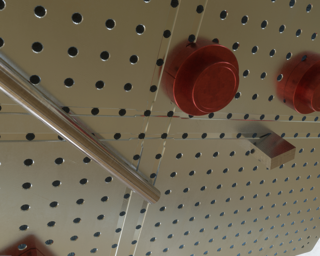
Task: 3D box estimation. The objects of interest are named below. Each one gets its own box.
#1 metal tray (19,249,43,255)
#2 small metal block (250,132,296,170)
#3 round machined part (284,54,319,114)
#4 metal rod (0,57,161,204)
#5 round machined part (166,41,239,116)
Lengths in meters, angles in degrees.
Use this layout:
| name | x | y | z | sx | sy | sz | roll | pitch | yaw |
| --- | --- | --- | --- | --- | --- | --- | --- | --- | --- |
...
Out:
| name | x | y | z | sx | sy | sz | roll | pitch | yaw |
| --- | --- | --- | --- | --- | --- | --- | --- | --- | --- |
| metal tray | -0.213 | 0.237 | 0.438 | 0.131 | 0.030 | 0.090 | -29 | 128 | -10 |
| small metal block | 0.189 | 0.038 | 0.522 | 0.050 | 0.050 | 0.025 | -21 | 126 | -16 |
| round machined part | 0.254 | -0.065 | 0.498 | 0.099 | 0.042 | 0.097 | -14 | 124 | -21 |
| metal rod | -0.088 | 0.019 | 0.374 | 0.025 | 0.025 | 0.300 | -42 | 130 | 1 |
| round machined part | 0.061 | -0.058 | 0.397 | 0.099 | 0.042 | 0.097 | -14 | 124 | -21 |
